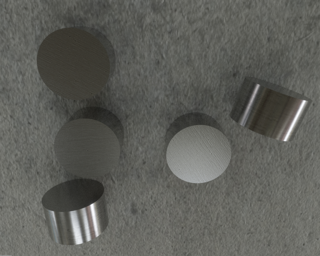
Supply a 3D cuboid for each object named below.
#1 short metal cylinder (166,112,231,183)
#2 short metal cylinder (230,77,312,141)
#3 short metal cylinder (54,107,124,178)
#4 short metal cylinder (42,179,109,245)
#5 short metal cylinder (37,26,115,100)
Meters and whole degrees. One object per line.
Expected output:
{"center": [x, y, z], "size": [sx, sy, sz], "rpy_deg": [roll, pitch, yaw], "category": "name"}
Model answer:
{"center": [0.048, 0.025, 0.406], "size": [0.081, 0.050, 0.079], "rpy_deg": [0, 110, -1], "category": "short metal cylinder"}
{"center": [0.132, -0.025, 0.373], "size": [0.080, 0.080, 0.050], "rpy_deg": [16, 109, -6], "category": "short metal cylinder"}
{"center": [-0.089, 0.017, 0.402], "size": [0.081, 0.050, 0.079], "rpy_deg": [0, 110, -1], "category": "short metal cylinder"}
{"center": [-0.113, 0.111, 0.420], "size": [0.081, 0.080, 0.050], "rpy_deg": [-4, 110, 1], "category": "short metal cylinder"}
{"center": [-0.096, -0.078, 0.366], "size": [0.081, 0.050, 0.079], "rpy_deg": [0, 110, -1], "category": "short metal cylinder"}
